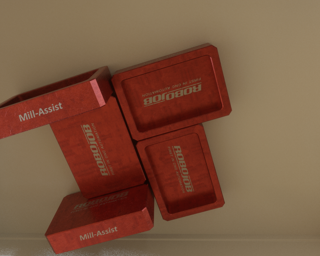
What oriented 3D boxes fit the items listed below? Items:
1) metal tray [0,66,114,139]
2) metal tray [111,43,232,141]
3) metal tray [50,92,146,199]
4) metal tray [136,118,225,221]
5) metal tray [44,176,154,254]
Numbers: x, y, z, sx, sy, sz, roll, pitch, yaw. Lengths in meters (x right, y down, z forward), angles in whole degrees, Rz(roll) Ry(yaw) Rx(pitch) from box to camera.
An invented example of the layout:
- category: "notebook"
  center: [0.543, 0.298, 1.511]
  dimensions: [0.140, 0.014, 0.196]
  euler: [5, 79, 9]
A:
- category: "metal tray"
  center: [-0.123, -0.032, 0.359]
  dimensions: [0.131, 0.090, 0.030]
  euler: [-17, 109, 5]
- category: "metal tray"
  center: [0.015, -0.044, 0.391]
  dimensions: [0.131, 0.030, 0.089]
  euler: [-16, 110, 5]
- category: "metal tray"
  center: [-0.080, 0.024, 0.413]
  dimensions: [0.090, 0.030, 0.129]
  euler: [-16, 110, 5]
- category: "metal tray"
  center: [0.030, 0.059, 0.429]
  dimensions: [0.090, 0.030, 0.129]
  euler: [-16, 110, 5]
- category: "metal tray"
  center: [-0.074, 0.111, 0.413]
  dimensions: [0.131, 0.090, 0.030]
  euler: [-16, 110, 5]
